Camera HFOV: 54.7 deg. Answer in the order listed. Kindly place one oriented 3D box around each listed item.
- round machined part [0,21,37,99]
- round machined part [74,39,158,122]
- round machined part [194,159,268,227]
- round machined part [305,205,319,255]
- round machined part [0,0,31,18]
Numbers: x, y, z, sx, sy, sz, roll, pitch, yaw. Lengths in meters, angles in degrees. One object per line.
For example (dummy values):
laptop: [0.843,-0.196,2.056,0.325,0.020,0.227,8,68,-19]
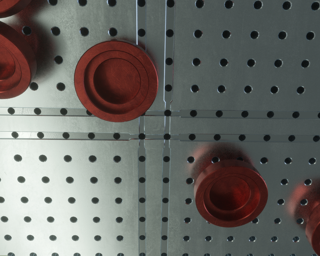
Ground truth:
round machined part: [-0.193,-0.084,0.359,0.099,0.042,0.097,0,134,1]
round machined part: [-0.051,-0.059,0.382,0.099,0.042,0.097,0,110,-1]
round machined part: [0.097,0.088,0.438,0.099,0.042,0.097,0,110,-1]
round machined part: [0.267,0.148,0.463,0.099,0.042,0.097,0,110,-1]
round machined part: [-0.181,-0.168,0.333,0.099,0.042,0.097,-1,98,-5]
